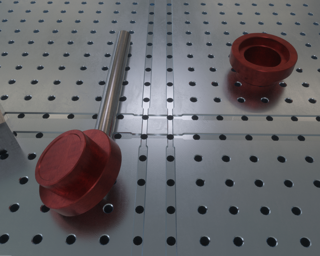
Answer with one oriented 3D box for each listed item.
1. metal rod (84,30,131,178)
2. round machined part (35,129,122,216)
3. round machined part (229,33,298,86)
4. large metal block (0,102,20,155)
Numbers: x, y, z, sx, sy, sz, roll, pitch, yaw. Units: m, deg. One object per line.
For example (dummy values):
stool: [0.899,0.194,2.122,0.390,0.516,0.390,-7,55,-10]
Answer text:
metal rod: [-0.070,-0.045,0.444,0.025,0.025,0.300,2,50,2]
round machined part: [-0.094,0.040,0.334,0.098,0.042,0.098,-21,45,22]
round machined part: [0.158,-0.103,0.484,0.099,0.042,0.098,0,50,0]
large metal block: [-0.237,-0.001,0.390,0.081,0.050,0.080,-26,55,-20]
